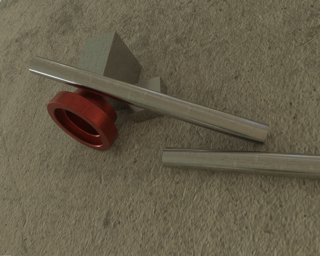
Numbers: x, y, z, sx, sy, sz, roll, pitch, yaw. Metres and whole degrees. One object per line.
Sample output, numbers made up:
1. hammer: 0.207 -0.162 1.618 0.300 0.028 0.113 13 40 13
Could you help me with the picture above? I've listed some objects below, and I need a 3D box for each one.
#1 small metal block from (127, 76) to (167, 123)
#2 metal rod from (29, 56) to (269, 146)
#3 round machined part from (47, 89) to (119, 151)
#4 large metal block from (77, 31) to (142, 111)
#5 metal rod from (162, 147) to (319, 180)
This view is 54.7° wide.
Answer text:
1. small metal block: -0.017 -0.039 0.436 0.050 0.025 0.050 -15 56 19
2. metal rod: -0.024 -0.037 0.373 0.301 0.025 0.025 18 70 13
3. round machined part: -0.098 -0.015 0.418 0.098 0.098 0.042 12 57 33
4. large metal block: -0.073 -0.080 0.454 0.050 0.080 0.080 -5 59 25
5. metal rod: 0.141 0.038 0.306 0.300 0.025 0.025 1 62 28
